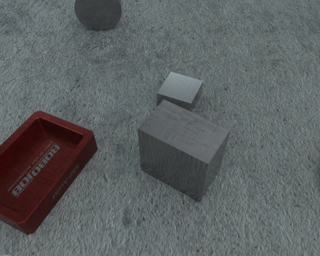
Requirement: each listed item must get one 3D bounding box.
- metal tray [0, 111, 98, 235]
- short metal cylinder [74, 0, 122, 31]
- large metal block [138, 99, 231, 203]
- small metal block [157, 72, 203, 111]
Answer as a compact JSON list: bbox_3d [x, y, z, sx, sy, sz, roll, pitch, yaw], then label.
[{"bbox_3d":[-0.146,0.045,0.361,0.090,0.030,0.130,20,53,16],"label":"metal tray"},{"bbox_3d":[-0.110,-0.223,0.554,0.081,0.080,0.050,-5,50,-4],"label":"short metal cylinder"},{"bbox_3d":[0.025,0.026,0.346,0.080,0.080,0.050,26,55,20],"label":"large metal block"},{"bbox_3d":[0.029,-0.050,0.446,0.050,0.025,0.050,19,52,15],"label":"small metal block"}]
